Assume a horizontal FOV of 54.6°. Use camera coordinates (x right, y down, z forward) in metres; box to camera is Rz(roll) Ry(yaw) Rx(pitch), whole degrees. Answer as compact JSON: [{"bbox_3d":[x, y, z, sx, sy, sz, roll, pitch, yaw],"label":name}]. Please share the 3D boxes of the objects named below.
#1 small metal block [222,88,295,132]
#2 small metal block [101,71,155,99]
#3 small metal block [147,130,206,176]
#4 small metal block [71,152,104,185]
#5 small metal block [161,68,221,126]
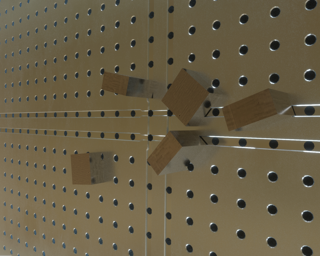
[{"bbox_3d":[0.099,-0.016,0.312,0.050,0.050,0.025,-24,75,38],"label":"small metal block"},{"bbox_3d":[-0.044,-0.060,0.431,0.050,0.050,0.025,19,102,38],"label":"small metal block"},{"bbox_3d":[0.020,0.029,0.377,0.025,0.050,0.050,52,121,27],"label":"small metal block"},{"bbox_3d":[-0.120,0.066,0.510,0.050,0.025,0.050,-8,85,40],"label":"small metal block"},{"bbox_3d":[0.037,-0.037,0.380,0.050,0.025,0.050,48,119,29],"label":"small metal block"}]
